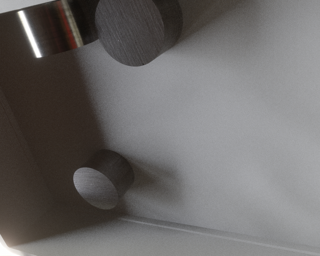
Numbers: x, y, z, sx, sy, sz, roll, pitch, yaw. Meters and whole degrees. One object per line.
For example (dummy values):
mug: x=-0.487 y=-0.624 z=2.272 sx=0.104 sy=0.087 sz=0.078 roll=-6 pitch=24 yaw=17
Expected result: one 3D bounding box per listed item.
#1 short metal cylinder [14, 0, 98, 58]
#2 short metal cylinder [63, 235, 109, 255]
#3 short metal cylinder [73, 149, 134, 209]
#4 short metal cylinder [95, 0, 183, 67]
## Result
short metal cylinder: x=-0.118 y=-0.119 z=0.362 sx=0.080 sy=0.080 sz=0.050 roll=-1 pitch=118 yaw=28
short metal cylinder: x=-0.154 y=0.270 z=0.644 sx=0.080 sy=0.050 sz=0.079 roll=13 pitch=124 yaw=21
short metal cylinder: x=-0.088 y=0.081 z=0.489 sx=0.080 sy=0.050 sz=0.079 roll=13 pitch=124 yaw=21
short metal cylinder: x=-0.022 y=-0.113 z=0.334 sx=0.080 sy=0.050 sz=0.079 roll=13 pitch=124 yaw=21
